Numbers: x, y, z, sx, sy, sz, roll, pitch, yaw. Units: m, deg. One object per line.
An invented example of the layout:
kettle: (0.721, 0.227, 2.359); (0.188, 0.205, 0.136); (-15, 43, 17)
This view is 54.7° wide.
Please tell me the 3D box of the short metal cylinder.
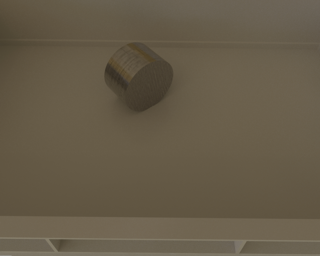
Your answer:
short metal cylinder: (-0.029, -0.070, 0.428); (0.081, 0.080, 0.050); (-31, 57, -24)
